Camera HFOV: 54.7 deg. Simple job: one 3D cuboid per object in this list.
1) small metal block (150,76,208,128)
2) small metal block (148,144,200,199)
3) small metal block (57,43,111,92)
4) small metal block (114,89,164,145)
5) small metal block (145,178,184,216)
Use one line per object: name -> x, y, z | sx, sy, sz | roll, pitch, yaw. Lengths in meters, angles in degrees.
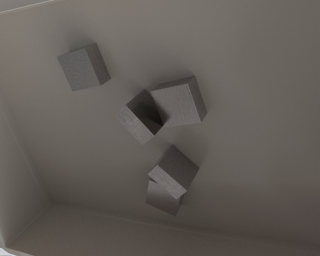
small metal block -> 0.024, -0.031, 0.376 | 0.050, 0.025, 0.050 | -8, 115, 31
small metal block -> 0.019, 0.058, 0.417 | 0.050, 0.050, 0.025 | 42, 129, -1
small metal block -> -0.100, -0.080, 0.410 | 0.050, 0.025, 0.050 | -6, 116, 30
small metal block -> -0.021, -0.015, 0.393 | 0.050, 0.050, 0.025 | 47, 129, -5
small metal block -> 0.009, 0.097, 0.463 | 0.050, 0.025, 0.050 | 20, 126, 15
